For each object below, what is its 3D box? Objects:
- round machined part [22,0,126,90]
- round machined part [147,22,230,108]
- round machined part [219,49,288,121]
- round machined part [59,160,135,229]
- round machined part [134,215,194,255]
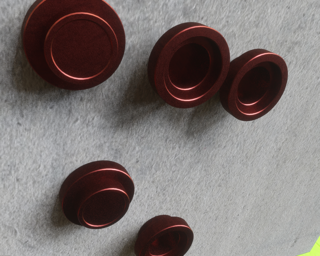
[{"bbox_3d":[-0.080,-0.082,0.302,0.099,0.042,0.097,-14,125,-21],"label":"round machined part"},{"bbox_3d":[0.030,-0.076,0.367,0.099,0.042,0.097,-14,125,-21],"label":"round machined part"},{"bbox_3d":[0.123,-0.062,0.427,0.099,0.042,0.097,-14,125,-21],"label":"round machined part"},{"bbox_3d":[-0.079,0.095,0.413,0.099,0.042,0.097,-14,125,-21],"label":"round machined part"},{"bbox_3d":[0.003,0.184,0.513,0.099,0.042,0.097,-14,125,-21],"label":"round machined part"}]
